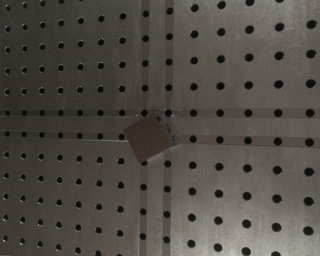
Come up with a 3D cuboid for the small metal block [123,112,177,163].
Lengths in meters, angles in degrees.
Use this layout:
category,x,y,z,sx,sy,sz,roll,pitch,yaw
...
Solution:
category,x,y,z,sx,sy,sz,roll,pitch,yaw
small metal block,-0.014,0.013,0.417,0.050,0.025,0.050,-29,81,17
